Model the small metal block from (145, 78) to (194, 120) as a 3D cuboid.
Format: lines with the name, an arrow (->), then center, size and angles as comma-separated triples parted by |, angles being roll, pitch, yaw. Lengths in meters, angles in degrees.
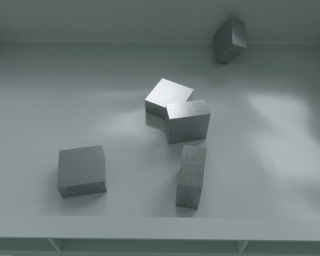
small metal block -> 0.014, -0.038, 0.437 | 0.050, 0.025, 0.050 | 23, 54, 18

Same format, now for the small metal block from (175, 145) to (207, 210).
small metal block -> 0.034, 0.055, 0.343 | 0.025, 0.050, 0.050 | 8, 51, 7

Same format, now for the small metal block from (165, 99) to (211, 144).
small metal block -> 0.034, -0.007, 0.395 | 0.050, 0.050, 0.025 | -8, 51, -7

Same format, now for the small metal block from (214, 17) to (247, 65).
small metal block -> 0.110, -0.138, 0.493 | 0.025, 0.050, 0.050 | 12, 66, -20

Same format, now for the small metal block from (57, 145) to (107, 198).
small metal block -> -0.090, 0.050, 0.362 | 0.050, 0.025, 0.050 | -7, 50, -6
